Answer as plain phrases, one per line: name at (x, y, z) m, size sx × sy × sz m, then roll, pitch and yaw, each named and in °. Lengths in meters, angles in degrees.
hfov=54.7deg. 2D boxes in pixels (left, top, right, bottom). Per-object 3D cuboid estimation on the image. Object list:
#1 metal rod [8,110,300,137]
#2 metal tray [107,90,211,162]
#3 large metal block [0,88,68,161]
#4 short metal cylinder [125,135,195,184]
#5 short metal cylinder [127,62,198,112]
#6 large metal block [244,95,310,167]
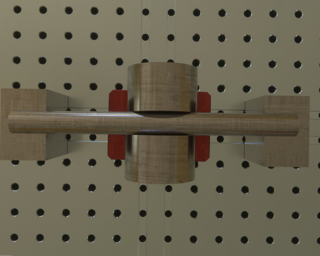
metal rod at (-0.006, -0.005, 0.333) m, size 0.302 × 0.025 × 0.025 m, roll 1°, pitch 90°, yaw 0°
metal tray at (-0.001, -0.003, 0.411) m, size 0.131 × 0.030 × 0.089 m, roll 1°, pitch 90°, yaw 0°
large metal block at (-0.152, -0.004, 0.383) m, size 0.050 × 0.080 × 0.080 m, roll 1°, pitch 90°, yaw 0°
short metal cylinder at (0.000, 0.032, 0.356) m, size 0.081 × 0.080 × 0.050 m, roll 1°, pitch 90°, yaw 0°
short metal cylinder at (0.003, -0.043, 0.356) m, size 0.081 × 0.080 × 0.050 m, roll 1°, pitch 90°, yaw 0°
large metal block at (0.142, 0.003, 0.386) m, size 0.050 × 0.080 × 0.080 m, roll 1°, pitch 90°, yaw 0°
